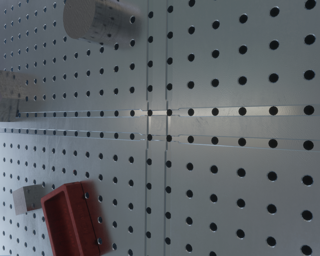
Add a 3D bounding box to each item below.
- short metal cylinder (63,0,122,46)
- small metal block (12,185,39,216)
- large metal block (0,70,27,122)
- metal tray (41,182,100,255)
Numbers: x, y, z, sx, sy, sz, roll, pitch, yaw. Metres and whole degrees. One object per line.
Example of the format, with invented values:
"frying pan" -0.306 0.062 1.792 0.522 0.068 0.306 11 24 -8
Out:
"short metal cylinder" -0.105 -0.173 0.480 0.080 0.050 0.080 0 90 40
"small metal block" -0.278 0.149 0.640 0.050 0.025 0.050 -25 74 37
"large metal block" -0.344 -0.069 0.677 0.080 0.050 0.080 -44 64 31
"metal tray" -0.159 0.169 0.537 0.090 0.030 0.130 -31 71 35
